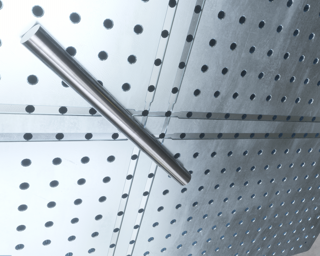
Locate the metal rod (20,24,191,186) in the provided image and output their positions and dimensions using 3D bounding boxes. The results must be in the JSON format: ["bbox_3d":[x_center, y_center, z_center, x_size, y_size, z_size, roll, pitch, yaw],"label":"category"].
[{"bbox_3d":[-0.042,-0.005,0.386,0.025,0.025,0.300,-43,130,1],"label":"metal rod"}]
